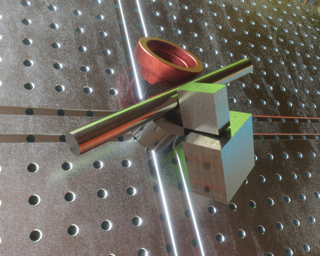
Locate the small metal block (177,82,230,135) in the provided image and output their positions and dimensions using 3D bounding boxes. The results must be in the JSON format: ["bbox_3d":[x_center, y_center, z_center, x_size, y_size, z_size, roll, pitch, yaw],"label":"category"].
[{"bbox_3d":[0.051,-0.024,0.357,0.025,0.050,0.050,-34,123,-38],"label":"small metal block"}]

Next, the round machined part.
[{"bbox_3d":[0.009,-0.088,0.442,0.099,0.042,0.098,19,31,-12],"label":"round machined part"}]

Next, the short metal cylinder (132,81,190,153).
[{"bbox_3d":[0.008,-0.014,0.406,0.081,0.050,0.080,14,56,-21],"label":"short metal cylinder"}]

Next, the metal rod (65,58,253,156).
[{"bbox_3d":[0.025,-0.039,0.382,0.302,0.025,0.025,-27,77,-37],"label":"metal rod"}]

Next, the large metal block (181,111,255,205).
[{"bbox_3d":[0.076,0.032,0.386,0.080,0.050,0.080,-41,130,-39],"label":"large metal block"}]
